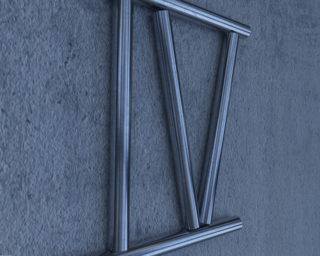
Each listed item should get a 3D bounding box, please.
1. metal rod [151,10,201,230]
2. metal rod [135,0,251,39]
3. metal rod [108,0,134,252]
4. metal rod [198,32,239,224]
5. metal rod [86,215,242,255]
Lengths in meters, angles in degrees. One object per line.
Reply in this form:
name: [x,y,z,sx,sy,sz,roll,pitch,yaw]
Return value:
metal rod: [0.024,-0.005,0.427,0.025,0.025,0.298,-15,100,-39]
metal rod: [0.030,-0.167,0.433,0.302,0.025,0.025,1,89,-40]
metal rod: [-0.046,-0.008,0.368,0.025,0.025,0.298,2,89,-40]
metal rod: [0.091,-0.005,0.484,0.025,0.025,0.299,17,79,-39]
metal rod: [0.011,0.156,0.417,0.302,0.025,0.025,1,89,-40]
